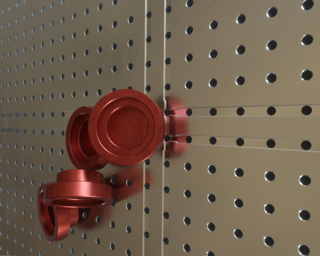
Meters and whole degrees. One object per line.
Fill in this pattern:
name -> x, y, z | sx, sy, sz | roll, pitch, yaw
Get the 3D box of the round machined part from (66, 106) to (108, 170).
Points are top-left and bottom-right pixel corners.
round machined part -> -0.100, 0.016, 0.476 | 0.098, 0.042, 0.097 | -1, 89, 42

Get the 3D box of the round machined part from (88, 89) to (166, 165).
round machined part -> -0.041, 0.000, 0.412 | 0.098, 0.042, 0.097 | 0, 87, 8

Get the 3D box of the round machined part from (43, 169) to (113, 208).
round machined part -> -0.120, 0.090, 0.461 | 0.098, 0.099, 0.042 | -22, 60, 37

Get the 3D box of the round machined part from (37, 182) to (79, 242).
round machined part -> -0.172, 0.140, 0.528 | 0.098, 0.042, 0.097 | 10, 103, 51
